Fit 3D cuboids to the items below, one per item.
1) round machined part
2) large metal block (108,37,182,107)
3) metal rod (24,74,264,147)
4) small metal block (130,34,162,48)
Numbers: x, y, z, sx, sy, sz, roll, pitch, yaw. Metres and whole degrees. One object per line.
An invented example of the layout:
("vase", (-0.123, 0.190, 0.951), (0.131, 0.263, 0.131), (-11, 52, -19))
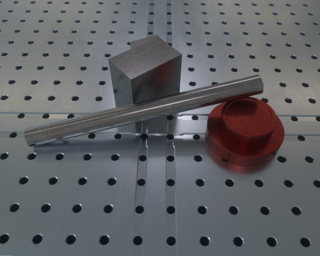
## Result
("round machined part", (0.110, -0.003, 0.400), (0.099, 0.042, 0.098), (0, 50, 0))
("large metal block", (-0.018, -0.066, 0.427), (0.081, 0.080, 0.050), (-31, 57, -24))
("metal rod", (-0.020, -0.022, 0.394), (0.302, 0.025, 0.025), (-13, 51, 1))
("small metal block", (-0.016, -0.125, 0.513), (0.050, 0.025, 0.050), (-21, 53, -17))
